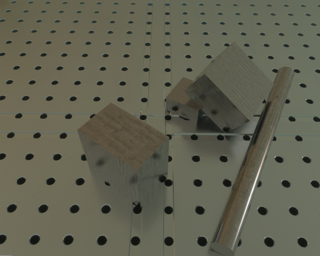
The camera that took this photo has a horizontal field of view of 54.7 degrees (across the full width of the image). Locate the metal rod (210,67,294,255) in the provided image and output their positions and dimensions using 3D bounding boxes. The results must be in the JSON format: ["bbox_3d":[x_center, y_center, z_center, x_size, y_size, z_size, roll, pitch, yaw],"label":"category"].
[{"bbox_3d":[0.129,0.018,0.394,0.025,0.025,0.301,21,53,16],"label":"metal rod"}]

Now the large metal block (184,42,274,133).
[{"bbox_3d":[0.093,-0.054,0.416,0.080,0.050,0.080,45,58,-5],"label":"large metal block"}]

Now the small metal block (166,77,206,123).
[{"bbox_3d":[0.043,-0.041,0.443,0.050,0.025,0.050,25,54,19],"label":"small metal block"}]

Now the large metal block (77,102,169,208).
[{"bbox_3d":[-0.038,0.031,0.345,0.080,0.080,0.050,31,56,23],"label":"large metal block"}]
